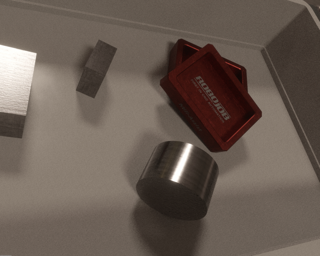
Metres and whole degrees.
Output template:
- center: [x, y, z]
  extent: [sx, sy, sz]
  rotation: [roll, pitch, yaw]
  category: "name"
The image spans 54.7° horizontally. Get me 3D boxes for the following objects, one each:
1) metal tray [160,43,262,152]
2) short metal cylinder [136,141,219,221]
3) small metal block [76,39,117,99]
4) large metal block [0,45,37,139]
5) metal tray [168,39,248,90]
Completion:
- center: [0.074, -0.041, 0.437]
  extent: [0.090, 0.030, 0.130]
  rotation: [-40, 97, -22]
  category: "metal tray"
- center: [0.020, 0.060, 0.346]
  extent: [0.080, 0.080, 0.050]
  rotation: [33, 51, -8]
  category: "short metal cylinder"
- center: [-0.081, -0.074, 0.392]
  extent: [0.025, 0.050, 0.050]
  rotation: [25, 53, -14]
  category: "small metal block"
- center: [-0.178, -0.041, 0.319]
  extent: [0.081, 0.050, 0.080]
  rotation: [10, 58, -24]
  category: "large metal block"
- center: [0.078, -0.080, 0.494]
  extent: [0.131, 0.030, 0.090]
  rotation: [19, 54, -17]
  category: "metal tray"
